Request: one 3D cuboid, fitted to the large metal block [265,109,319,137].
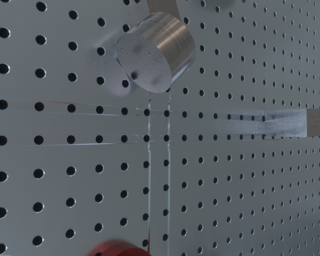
[{"bbox_3d":[0.258,-0.010,0.589,0.081,0.080,0.050,-3,92,-40],"label":"large metal block"}]

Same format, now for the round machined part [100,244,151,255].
[{"bbox_3d":[-0.039,0.192,0.366,0.099,0.042,0.097,0,90,-40],"label":"round machined part"}]

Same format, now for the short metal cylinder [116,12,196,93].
[{"bbox_3d":[-0.005,-0.089,0.369,0.050,0.080,0.080,-48,119,-29],"label":"short metal cylinder"}]

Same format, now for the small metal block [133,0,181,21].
[{"bbox_3d":[-0.003,-0.152,0.406,0.050,0.025,0.050,-28,108,-37],"label":"small metal block"}]
